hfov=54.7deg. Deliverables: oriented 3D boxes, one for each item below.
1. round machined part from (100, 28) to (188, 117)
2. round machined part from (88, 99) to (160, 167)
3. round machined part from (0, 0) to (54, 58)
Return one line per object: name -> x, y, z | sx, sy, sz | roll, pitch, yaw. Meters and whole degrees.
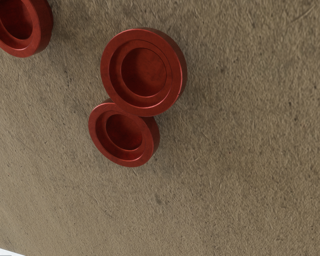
round machined part -> -0.015, -0.065, 0.357 | 0.098, 0.042, 0.097 | 8, 114, 19
round machined part -> -0.044, 0.002, 0.420 | 0.098, 0.042, 0.097 | 13, 124, 21
round machined part -> -0.179, -0.145, 0.401 | 0.098, 0.042, 0.097 | 13, 124, 21
